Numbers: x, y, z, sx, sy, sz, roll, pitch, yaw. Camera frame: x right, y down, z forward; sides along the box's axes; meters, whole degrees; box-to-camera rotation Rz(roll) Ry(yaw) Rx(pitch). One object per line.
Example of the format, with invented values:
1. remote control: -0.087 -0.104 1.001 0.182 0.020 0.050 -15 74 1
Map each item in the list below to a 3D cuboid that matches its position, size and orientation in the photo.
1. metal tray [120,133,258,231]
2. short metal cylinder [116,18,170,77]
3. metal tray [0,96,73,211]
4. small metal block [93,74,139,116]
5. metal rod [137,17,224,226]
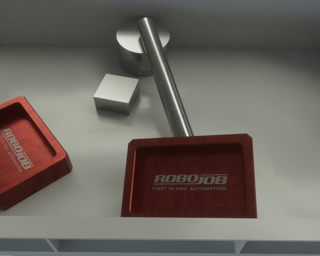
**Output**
1. metal tray: 0.030 0.055 0.318 0.130 0.030 0.090 -3 66 16
2. short metal cylinder: -0.026 -0.128 0.490 0.081 0.050 0.080 1 57 -2
3. metal tray: -0.180 0.024 0.379 0.091 0.030 0.130 -32 57 -24
4. small metal block: -0.061 -0.049 0.445 0.050 0.025 0.050 11 51 8
5. metal rod: 0.017 -0.026 0.390 0.025 0.025 0.299 -12 62 -10
